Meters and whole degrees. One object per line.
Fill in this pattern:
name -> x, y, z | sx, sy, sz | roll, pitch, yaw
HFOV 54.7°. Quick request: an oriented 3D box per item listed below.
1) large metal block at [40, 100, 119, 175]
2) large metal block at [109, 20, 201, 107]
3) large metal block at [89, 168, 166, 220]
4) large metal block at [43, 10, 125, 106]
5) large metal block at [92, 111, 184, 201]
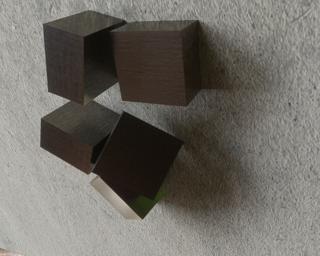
large metal block -> -0.105, 0.006, 0.429 | 0.080, 0.080, 0.050 | 28, 128, 12
large metal block -> -0.002, -0.074, 0.346 | 0.080, 0.050, 0.079 | 7, 122, 24
large metal block -> -0.050, 0.087, 0.452 | 0.080, 0.050, 0.080 | 46, 153, -5
large metal block -> -0.086, -0.085, 0.364 | 0.050, 0.080, 0.079 | 21, 126, 16
large metal block -> -0.028, 0.032, 0.388 | 0.080, 0.050, 0.080 | 27, 90, -10
